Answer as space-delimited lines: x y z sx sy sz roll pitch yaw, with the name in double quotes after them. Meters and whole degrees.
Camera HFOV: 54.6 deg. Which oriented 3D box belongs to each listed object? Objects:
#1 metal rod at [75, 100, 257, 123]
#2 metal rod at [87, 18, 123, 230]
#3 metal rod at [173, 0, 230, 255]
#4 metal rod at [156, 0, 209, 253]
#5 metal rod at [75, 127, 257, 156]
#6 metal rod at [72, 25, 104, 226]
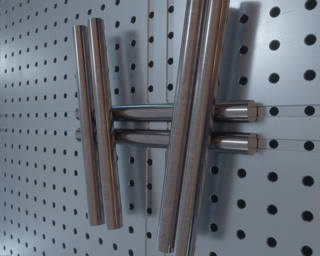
-0.017 -0.021 0.425 0.300 0.025 0.025 1 91 40 "metal rod"
-0.079 -0.009 0.444 0.025 0.025 0.299 -10 84 39 "metal rod"
0.045 -0.004 0.341 0.025 0.025 0.298 12 98 39 "metal rod"
0.025 -0.003 0.358 0.025 0.025 0.298 12 98 39 "metal rod"
-0.017 0.014 0.425 0.300 0.025 0.025 1 91 40 "metal rod"
-0.108 -0.007 0.468 0.025 0.025 0.299 -10 83 39 "metal rod"
